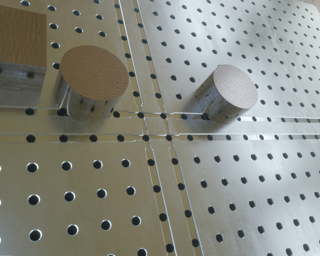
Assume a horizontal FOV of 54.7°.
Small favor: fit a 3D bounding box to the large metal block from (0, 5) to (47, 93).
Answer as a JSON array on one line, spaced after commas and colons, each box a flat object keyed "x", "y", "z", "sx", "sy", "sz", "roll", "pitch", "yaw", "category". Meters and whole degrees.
[{"x": -0.176, "y": -0.091, "z": 0.354, "sx": 0.081, "sy": 0.050, "sz": 0.080, "roll": 4, "pitch": 60, "yaw": -27, "category": "large metal block"}]

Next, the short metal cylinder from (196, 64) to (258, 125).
[{"x": 0.103, "y": -0.052, "z": 0.482, "sx": 0.081, "sy": 0.050, "sz": 0.080, "roll": 14, "pitch": 56, "yaw": -21, "category": "short metal cylinder"}]

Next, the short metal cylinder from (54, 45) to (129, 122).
[{"x": -0.085, "y": -0.054, "z": 0.380, "sx": 0.081, "sy": 0.050, "sz": 0.080, "roll": 14, "pitch": 56, "yaw": -21, "category": "short metal cylinder"}]
